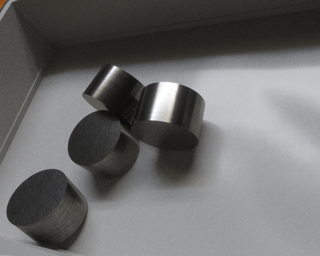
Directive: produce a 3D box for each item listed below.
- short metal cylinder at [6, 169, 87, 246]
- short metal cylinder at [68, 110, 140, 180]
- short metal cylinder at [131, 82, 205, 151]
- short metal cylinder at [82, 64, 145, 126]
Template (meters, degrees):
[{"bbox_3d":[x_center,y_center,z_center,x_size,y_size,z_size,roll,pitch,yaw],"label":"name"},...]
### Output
[{"bbox_3d":[-0.141,0.099,0.391,0.080,0.050,0.080,-13,42,12],"label":"short metal cylinder"},{"bbox_3d":[-0.074,0.023,0.415,0.080,0.050,0.080,-13,56,21],"label":"short metal cylinder"},{"bbox_3d":[0.011,-0.011,0.372,0.080,0.080,0.050,-1,62,28],"label":"short metal cylinder"},{"bbox_3d":[-0.059,-0.043,0.428,0.080,0.080,0.050,23,74,36],"label":"short metal cylinder"}]
